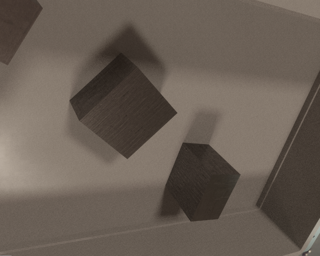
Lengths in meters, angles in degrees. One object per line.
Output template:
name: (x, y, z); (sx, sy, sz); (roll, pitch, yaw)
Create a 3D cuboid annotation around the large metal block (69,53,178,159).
large metal block: (-0.041, -0.024, 0.356); (0.080, 0.050, 0.080); (-43, 130, 1)

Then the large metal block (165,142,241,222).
large metal block: (0.059, 0.077, 0.456); (0.050, 0.080, 0.079); (6, 115, -32)

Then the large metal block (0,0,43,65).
large metal block: (-0.144, -0.100, 0.233); (0.080, 0.080, 0.050); (28, 103, -38)

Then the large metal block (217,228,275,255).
large metal block: (0.185, 0.271, 0.668); (0.080, 0.050, 0.080); (30, 102, -38)
